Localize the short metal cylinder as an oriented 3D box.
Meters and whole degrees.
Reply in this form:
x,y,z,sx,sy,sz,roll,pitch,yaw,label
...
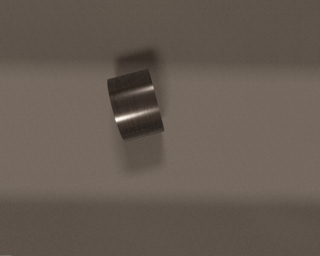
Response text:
x,y,z,sx,sy,sz,roll,pitch,yaw,label
-0.029,-0.028,0.384,0.050,0.080,0.080,-15,90,0,short metal cylinder
